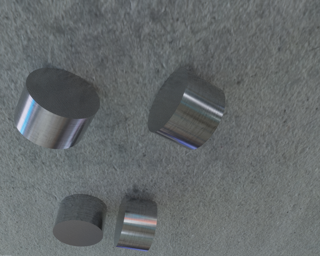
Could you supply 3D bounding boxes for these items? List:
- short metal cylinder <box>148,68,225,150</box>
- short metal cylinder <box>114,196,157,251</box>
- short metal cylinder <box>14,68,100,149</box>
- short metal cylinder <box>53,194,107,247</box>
[{"bbox_3d":[0.028,-0.021,0.353,0.050,0.080,0.080,26,125,-21],"label":"short metal cylinder"},{"bbox_3d":[-0.040,0.155,0.502,0.050,0.080,0.079,14,129,-12],"label":"short metal cylinder"},{"bbox_3d":[-0.116,-0.023,0.350,0.080,0.080,0.050,24,126,-19],"label":"short metal cylinder"},{"bbox_3d":[-0.133,0.156,0.522,0.081,0.050,0.079,0,130,0],"label":"short metal cylinder"}]
